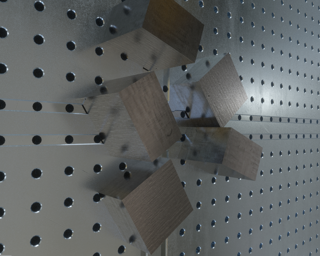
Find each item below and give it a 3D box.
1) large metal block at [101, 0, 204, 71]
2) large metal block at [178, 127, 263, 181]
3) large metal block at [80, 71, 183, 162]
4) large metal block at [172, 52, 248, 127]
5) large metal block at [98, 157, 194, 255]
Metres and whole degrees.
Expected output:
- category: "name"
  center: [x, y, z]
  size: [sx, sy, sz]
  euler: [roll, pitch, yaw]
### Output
- category: "large metal block"
  center: [-0.009, -0.112, 0.368]
  size: [0.080, 0.080, 0.050]
  euler: [23, 75, -38]
- category: "large metal block"
  center: [0.088, 0.037, 0.450]
  size: [0.080, 0.080, 0.050]
  euler: [28, 73, -37]
- category: "large metal block"
  center: [-0.033, -0.012, 0.347]
  size: [0.050, 0.080, 0.080]
  euler: [-38, 114, -34]
- category: "large metal block"
  center: [0.077, -0.054, 0.460]
  size: [0.080, 0.050, 0.080]
  euler: [-45, 117, -31]
- category: "large metal block"
  center: [-0.015, 0.091, 0.383]
  size: [0.080, 0.050, 0.080]
  euler: [-37, 113, -34]
